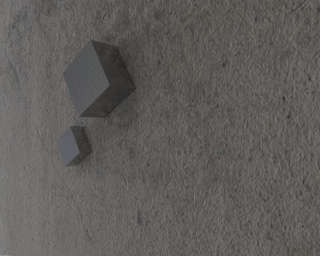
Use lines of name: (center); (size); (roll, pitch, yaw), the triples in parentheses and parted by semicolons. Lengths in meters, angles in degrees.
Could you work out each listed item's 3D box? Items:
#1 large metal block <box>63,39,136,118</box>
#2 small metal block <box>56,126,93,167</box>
large metal block: (-0.093, -0.071, 0.465); (0.080, 0.050, 0.080); (-38, 67, 33)
small metal block: (-0.146, 0.031, 0.526); (0.050, 0.025, 0.050); (-39, 67, 33)
